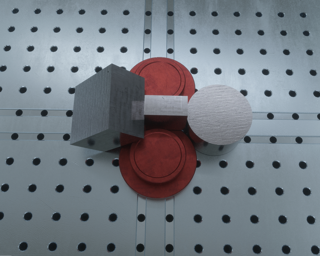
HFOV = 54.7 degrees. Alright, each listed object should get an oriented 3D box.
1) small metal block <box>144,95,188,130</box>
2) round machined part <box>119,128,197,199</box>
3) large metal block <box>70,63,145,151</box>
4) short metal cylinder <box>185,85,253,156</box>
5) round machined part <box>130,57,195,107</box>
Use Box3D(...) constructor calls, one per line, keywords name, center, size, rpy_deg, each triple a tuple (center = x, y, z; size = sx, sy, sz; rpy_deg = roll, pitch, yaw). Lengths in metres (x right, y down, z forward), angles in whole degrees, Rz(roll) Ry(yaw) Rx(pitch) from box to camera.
Box3D(name="small metal block", center=(0.007, -0.018, 0.381), size=(0.050, 0.050, 0.025), rpy_deg=(1, 70, 0))
Box3D(name="round machined part", center=(-0.003, 0.038, 0.389), size=(0.099, 0.042, 0.098), rpy_deg=(0, 70, 0))
Box3D(name="large metal block", center=(-0.065, -0.021, 0.384), size=(0.050, 0.080, 0.080), rpy_deg=(18, 63, -42))
Box3D(name="short metal cylinder", center=(0.073, -0.009, 0.401), size=(0.081, 0.050, 0.080), rpy_deg=(0, 70, 0))
Box3D(name="round machined part", center=(-0.001, -0.056, 0.423), size=(0.099, 0.042, 0.098), rpy_deg=(0, 70, 0))
